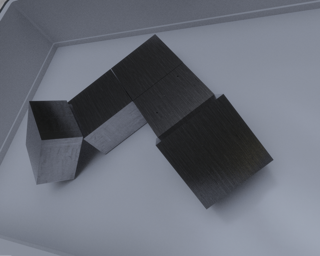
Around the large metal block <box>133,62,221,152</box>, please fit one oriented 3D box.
[{"bbox_3d":[0.026,-0.021,0.387,0.080,0.050,0.080,-38,51,3],"label":"large metal block"}]

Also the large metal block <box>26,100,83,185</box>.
[{"bbox_3d":[-0.149,0.018,0.427,0.080,0.050,0.079,55,136,39],"label":"large metal block"}]

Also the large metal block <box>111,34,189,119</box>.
[{"bbox_3d":[-0.010,-0.073,0.437,0.080,0.050,0.080,-38,51,3],"label":"large metal block"}]

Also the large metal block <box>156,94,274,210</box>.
[{"bbox_3d":[0.052,0.021,0.320,0.080,0.050,0.080,-38,95,3],"label":"large metal block"}]

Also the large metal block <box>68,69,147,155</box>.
[{"bbox_3d":[-0.074,-0.024,0.441,0.080,0.050,0.080,-38,51,3],"label":"large metal block"}]
